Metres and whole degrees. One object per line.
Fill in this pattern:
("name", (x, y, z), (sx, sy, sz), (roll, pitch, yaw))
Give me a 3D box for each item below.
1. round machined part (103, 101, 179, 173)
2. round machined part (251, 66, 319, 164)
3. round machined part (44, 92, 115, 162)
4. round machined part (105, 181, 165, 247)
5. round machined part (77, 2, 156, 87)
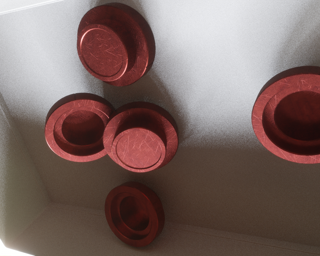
("round machined part", (-0.025, 0.018, 0.400), (0.099, 0.042, 0.097), (1, 120, 2))
("round machined part", (0.146, -0.016, 0.311), (0.098, 0.042, 0.097), (13, 124, 20))
("round machined part", (-0.106, -0.005, 0.428), (0.099, 0.042, 0.097), (-8, 121, -13))
("round machined part", (-0.035, 0.130, 0.482), (0.098, 0.042, 0.097), (6, 103, 29))
("round machined part", (-0.058, -0.094, 0.368), (0.098, 0.042, 0.097), (13, 124, 20))
